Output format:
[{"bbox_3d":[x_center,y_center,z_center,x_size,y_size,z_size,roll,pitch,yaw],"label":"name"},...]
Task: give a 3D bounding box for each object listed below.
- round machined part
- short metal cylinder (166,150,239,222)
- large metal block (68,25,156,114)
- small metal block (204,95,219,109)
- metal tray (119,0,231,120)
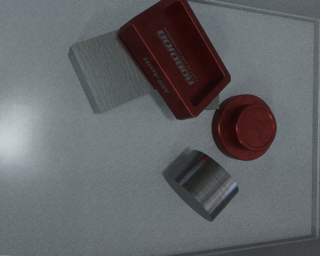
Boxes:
[{"bbox_3d":[0.129,-0.001,0.451,0.099,0.042,0.097,0,90,-21],"label":"round machined part"},{"bbox_3d":[0.054,0.074,0.403,0.050,0.080,0.080,-44,104,-15],"label":"short metal cylinder"},{"bbox_3d":[-0.056,-0.070,0.377,0.081,0.050,0.080,-25,99,-19],"label":"large metal block"},{"bbox_3d":[0.054,-0.051,0.432,0.050,0.025,0.050,0,90,-20],"label":"small metal block"},{"bbox_3d":[0.023,-0.086,0.373,0.090,0.030,0.130,-45,109,-31],"label":"metal tray"}]
